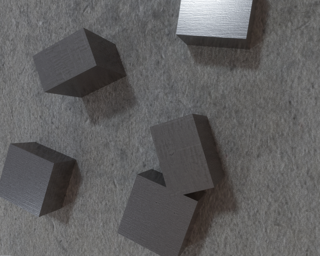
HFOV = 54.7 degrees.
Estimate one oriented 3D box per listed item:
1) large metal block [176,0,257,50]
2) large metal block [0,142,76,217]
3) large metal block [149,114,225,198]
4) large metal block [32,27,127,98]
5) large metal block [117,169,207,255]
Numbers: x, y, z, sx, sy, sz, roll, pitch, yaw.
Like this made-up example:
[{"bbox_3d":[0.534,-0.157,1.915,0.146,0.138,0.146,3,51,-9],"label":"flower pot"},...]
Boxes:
[{"bbox_3d":[0.071,-0.143,0.370,0.080,0.050,0.079,10,93,19],"label":"large metal block"},{"bbox_3d":[-0.182,0.072,0.458,0.080,0.050,0.080,20,96,18],"label":"large metal block"},{"bbox_3d":[0.035,0.030,0.367,0.050,0.080,0.080,-18,84,19],"label":"large metal block"},{"bbox_3d":[-0.104,-0.082,0.415,0.080,0.080,0.050,-22,83,18],"label":"large metal block"},{"bbox_3d":[0.003,0.107,0.394,0.080,0.050,0.080,21,97,18],"label":"large metal block"}]
